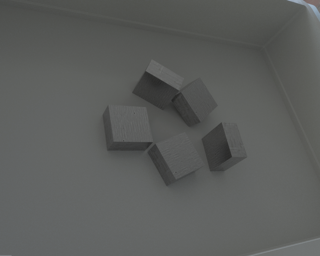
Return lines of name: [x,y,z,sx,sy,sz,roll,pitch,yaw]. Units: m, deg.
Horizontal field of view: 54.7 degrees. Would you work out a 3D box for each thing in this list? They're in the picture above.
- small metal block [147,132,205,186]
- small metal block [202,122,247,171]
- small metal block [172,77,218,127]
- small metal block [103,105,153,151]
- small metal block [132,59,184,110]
small metal block: [0.021,0.039,0.395,0.050,0.025,0.050,-20,72,-36]
small metal block: [0.086,0.026,0.422,0.025,0.050,0.050,3,60,-27]
small metal block: [0.050,-0.038,0.450,0.050,0.025,0.050,-41,101,-39]
small metal block: [-0.041,0.000,0.385,0.050,0.025,0.050,2,61,-28]
small metal block: [-0.003,-0.058,0.425,0.050,0.050,0.025,29,52,-10]
